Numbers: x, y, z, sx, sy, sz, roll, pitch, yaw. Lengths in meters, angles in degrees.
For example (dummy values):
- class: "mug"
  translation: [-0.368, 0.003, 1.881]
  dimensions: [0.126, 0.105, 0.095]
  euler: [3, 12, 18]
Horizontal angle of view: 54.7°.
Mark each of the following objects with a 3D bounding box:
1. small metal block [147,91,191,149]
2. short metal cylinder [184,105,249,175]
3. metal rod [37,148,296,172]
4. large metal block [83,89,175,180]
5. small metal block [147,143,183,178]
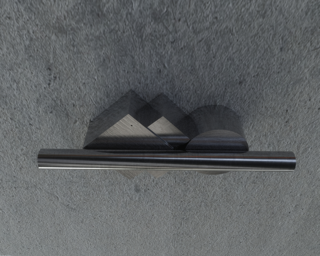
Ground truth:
- class: "small metal block"
  translation: [0.011, -0.009, 0.385]
  dimensions: [0.025, 0.050, 0.050]
  euler: [-35, 122, 26]
- class: "short metal cylinder"
  translation: [0.070, 0.016, 0.406]
  dimensions: [0.081, 0.050, 0.079]
  euler: [0, 130, 0]
- class: "metal rod"
  translation: [0.009, 0.039, 0.374]
  dimensions: [0.302, 0.025, 0.025]
  euler: [1, 130, -1]
- class: "large metal block"
  translation: [-0.038, 0.011, 0.399]
  dimensions: [0.080, 0.050, 0.080]
  euler: [-35, 122, 25]
- class: "small metal block"
  translation: [0.006, 0.032, 0.421]
  dimensions: [0.050, 0.050, 0.025]
  euler: [-35, 122, 25]
